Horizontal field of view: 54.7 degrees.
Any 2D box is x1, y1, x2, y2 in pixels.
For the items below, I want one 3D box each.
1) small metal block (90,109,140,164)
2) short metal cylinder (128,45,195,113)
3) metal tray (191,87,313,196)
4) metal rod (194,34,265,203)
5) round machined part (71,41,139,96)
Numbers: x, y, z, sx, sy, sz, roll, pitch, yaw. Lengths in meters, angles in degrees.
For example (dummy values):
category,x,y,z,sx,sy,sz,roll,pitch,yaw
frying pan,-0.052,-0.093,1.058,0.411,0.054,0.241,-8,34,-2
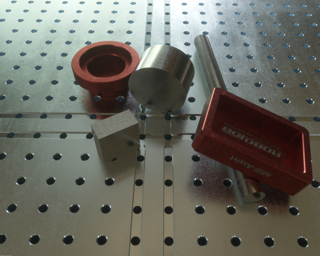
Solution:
category,x,y,z,sx,sy,sz,roll,pitch,yaw
small metal block,-0.053,0.011,0.382,0.050,0.050,0.025,-24,54,-19
short metal cylinder,0.003,-0.067,0.428,0.080,0.080,0.050,13,52,10
metal tray,0.110,0.013,0.364,0.131,0.030,0.090,25,45,-1
metal rod,0.088,-0.037,0.439,0.025,0.025,0.300,-5,50,-4
round machined part,-0.079,-0.086,0.468,0.099,0.042,0.098,0,50,0
